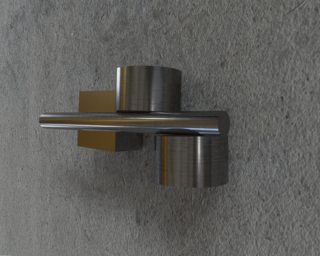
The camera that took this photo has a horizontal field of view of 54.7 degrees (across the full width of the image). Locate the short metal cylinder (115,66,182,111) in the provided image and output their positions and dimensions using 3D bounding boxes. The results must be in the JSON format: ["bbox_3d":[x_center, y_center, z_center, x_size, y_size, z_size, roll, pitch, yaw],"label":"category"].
[{"bbox_3d":[-0.014,-0.045,0.382,0.080,0.081,0.050,3,92,39],"label":"short metal cylinder"}]

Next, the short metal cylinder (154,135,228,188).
[{"bbox_3d":[0.034,0.033,0.340,0.080,0.081,0.050,0,90,39],"label":"short metal cylinder"}]

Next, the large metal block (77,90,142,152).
[{"bbox_3d":[-0.071,-0.011,0.443,0.080,0.050,0.079,4,93,39],"label":"large metal block"}]

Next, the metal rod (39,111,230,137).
[{"bbox_3d":[-0.057,-0.008,0.385,0.300,0.025,0.025,2,91,38],"label":"metal rod"}]

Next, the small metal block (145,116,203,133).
[{"bbox_3d":[0.017,-0.005,0.373,0.050,0.050,0.025,2,91,39],"label":"small metal block"}]
